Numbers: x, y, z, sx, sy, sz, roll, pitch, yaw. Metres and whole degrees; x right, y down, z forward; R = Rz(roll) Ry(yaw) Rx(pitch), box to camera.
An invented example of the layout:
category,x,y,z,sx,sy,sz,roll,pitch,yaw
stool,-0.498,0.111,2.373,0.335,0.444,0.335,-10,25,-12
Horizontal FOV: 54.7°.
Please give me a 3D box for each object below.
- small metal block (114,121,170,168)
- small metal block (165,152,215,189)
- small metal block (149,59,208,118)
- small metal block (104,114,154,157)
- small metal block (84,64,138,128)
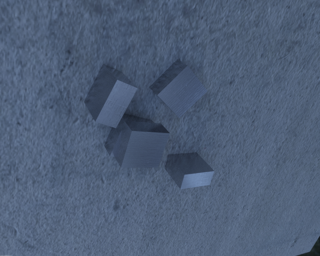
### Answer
category,x,y,z,sx,sy,sz,roll,pitch,yaw
small metal block,-0.022,0.021,0.377,0.050,0.025,0.050,4,116,-31
small metal block,0.042,0.061,0.454,0.050,0.050,0.025,-2,119,-28
small metal block,0.024,-0.049,0.391,0.050,0.025,0.050,-44,130,2
small metal block,-0.036,0.012,0.396,0.050,0.025,0.050,13,111,-34
small metal block,-0.055,-0.036,0.339,0.025,0.050,0.050,20,108,-36
